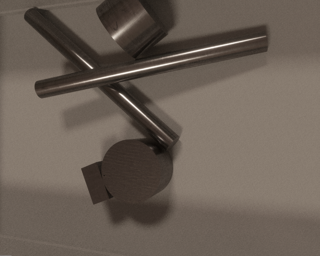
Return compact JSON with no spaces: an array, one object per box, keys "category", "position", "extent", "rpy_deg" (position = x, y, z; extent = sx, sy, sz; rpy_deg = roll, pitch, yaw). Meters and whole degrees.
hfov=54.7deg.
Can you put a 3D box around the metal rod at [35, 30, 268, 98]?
[{"category":"metal rod","position":[-0.020,-0.078,0.397],"extent":[0.301,0.025,0.025],"rpy_deg":[-10,87,12]}]

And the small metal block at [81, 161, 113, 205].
[{"category":"small metal block","position":[-0.075,0.071,0.423],"extent":[0.025,0.050,0.050],"rpy_deg":[-23,83,19]}]

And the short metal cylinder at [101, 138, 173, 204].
[{"category":"short metal cylinder","position":[-0.029,0.054,0.406],"extent":[0.080,0.050,0.079],"rpy_deg":[0,90,19]}]

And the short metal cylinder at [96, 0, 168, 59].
[{"category":"short metal cylinder","position":[-0.034,-0.136,0.392],"extent":[0.050,0.080,0.080],"rpy_deg":[-35,79,16]}]

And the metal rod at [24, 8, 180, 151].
[{"category":"metal rod","position":[-0.091,-0.077,0.441],"extent":[0.300,0.025,0.025],"rpy_deg":[42,103,14]}]
